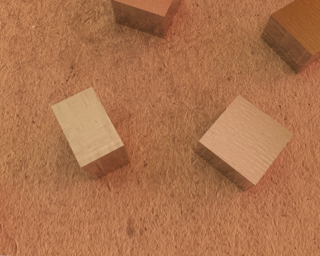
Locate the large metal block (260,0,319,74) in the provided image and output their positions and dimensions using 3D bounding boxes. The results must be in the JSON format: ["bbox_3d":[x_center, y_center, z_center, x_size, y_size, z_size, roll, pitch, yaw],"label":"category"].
[{"bbox_3d":[0.209,-0.139,0.447,0.080,0.050,0.080,-33,74,-11],"label":"large metal block"}]

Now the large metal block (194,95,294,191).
[{"bbox_3d":[0.102,0.020,0.388,0.080,0.050,0.080,39,74,13],"label":"large metal block"}]

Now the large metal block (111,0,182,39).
[{"bbox_3d":[-0.016,-0.193,0.465,0.080,0.050,0.080,20,71,7],"label":"large metal block"}]

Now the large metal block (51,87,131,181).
[{"bbox_3d":[-0.080,0.010,0.374,0.050,0.080,0.080,-28,73,-10],"label":"large metal block"}]
